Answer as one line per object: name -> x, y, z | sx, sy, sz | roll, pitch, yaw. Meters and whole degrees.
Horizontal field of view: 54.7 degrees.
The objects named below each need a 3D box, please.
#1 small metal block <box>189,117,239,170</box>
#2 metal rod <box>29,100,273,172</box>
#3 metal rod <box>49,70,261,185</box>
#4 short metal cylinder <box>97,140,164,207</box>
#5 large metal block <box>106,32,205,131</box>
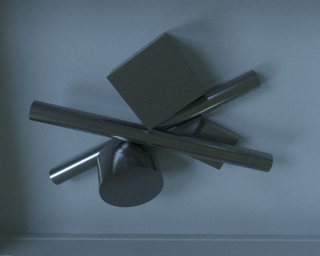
small metal block -> 0.069, 0.021, 0.417 | 0.050, 0.025, 0.050 | 25, 108, -10
metal rod -> -0.006, 0.012, 0.387 | 0.302, 0.025, 0.025 | 13, 110, -5
metal rod -> -0.013, 0.003, 0.410 | 0.301, 0.025, 0.025 | -26, 108, 8
short metal cylinder -> -0.040, 0.058, 0.402 | 0.081, 0.050, 0.079 | -8, 133, -9
large metal block -> -0.004, -0.057, 0.375 | 0.080, 0.050, 0.080 | -34, 107, 11
